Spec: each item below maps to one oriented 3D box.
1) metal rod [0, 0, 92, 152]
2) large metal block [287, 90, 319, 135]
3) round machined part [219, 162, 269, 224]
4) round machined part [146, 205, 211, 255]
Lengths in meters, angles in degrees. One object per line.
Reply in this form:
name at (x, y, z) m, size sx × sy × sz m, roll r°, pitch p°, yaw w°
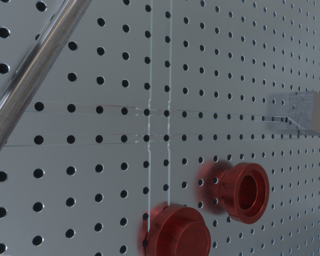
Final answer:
metal rod at (-0.141, -0.018, 0.290) m, size 0.025 × 0.025 × 0.300 m, roll 37°, pitch 68°, yaw -34°
large metal block at (0.317, -0.029, 0.659) m, size 0.081 × 0.050 × 0.080 m, roll 13°, pitch 82°, yaw -39°
round machined part at (0.136, 0.105, 0.512) m, size 0.099 × 0.042 × 0.097 m, roll 0°, pitch 90°, yaw -40°
round machined part at (0.032, 0.158, 0.426) m, size 0.099 × 0.042 × 0.097 m, roll 0°, pitch 90°, yaw -40°
